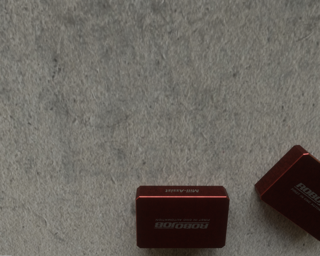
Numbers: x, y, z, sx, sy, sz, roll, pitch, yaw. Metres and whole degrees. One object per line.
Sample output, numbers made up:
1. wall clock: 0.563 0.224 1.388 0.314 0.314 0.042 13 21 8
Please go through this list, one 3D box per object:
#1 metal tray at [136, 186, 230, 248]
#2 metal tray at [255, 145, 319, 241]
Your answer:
1. metal tray: 0.031 0.131 0.456 0.131 0.030 0.089 0 110 -1
2. metal tray: 0.216 0.096 0.446 0.130 0.030 0.090 36 106 -13
